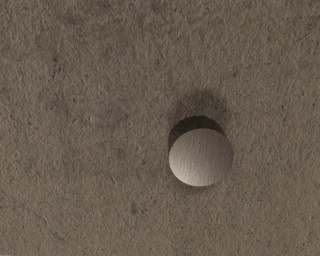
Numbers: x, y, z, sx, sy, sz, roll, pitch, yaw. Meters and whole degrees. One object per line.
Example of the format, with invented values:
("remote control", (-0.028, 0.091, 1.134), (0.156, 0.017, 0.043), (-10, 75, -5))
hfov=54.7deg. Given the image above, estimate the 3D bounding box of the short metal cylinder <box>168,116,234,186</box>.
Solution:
("short metal cylinder", (0.051, 0.029, 0.408), (0.081, 0.050, 0.079), (0, 110, -1))
